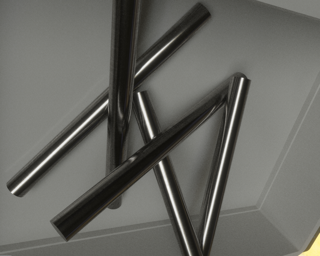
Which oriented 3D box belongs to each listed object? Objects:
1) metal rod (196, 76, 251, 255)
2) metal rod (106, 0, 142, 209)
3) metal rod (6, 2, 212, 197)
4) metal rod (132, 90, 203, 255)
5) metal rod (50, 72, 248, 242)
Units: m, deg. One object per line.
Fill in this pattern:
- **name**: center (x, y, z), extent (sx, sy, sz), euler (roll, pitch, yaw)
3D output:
- **metal rod**: center (0.071, 0.083, 0.401), extent (0.025, 0.025, 0.298), euler (8, 97, -32)
- **metal rod**: center (-0.046, -0.010, 0.347), extent (0.025, 0.025, 0.298), euler (-10, 133, -24)
- **metal rod**: center (-0.059, -0.031, 0.358), extent (0.300, 0.025, 0.025), euler (-43, 130, 1)
- **metal rod**: center (0.021, 0.100, 0.381), extent (0.025, 0.025, 0.298), euler (-19, 93, -18)
- **metal rod**: center (0.010, 0.013, 0.357), extent (0.302, 0.025, 0.025), euler (-38, 133, -30)
